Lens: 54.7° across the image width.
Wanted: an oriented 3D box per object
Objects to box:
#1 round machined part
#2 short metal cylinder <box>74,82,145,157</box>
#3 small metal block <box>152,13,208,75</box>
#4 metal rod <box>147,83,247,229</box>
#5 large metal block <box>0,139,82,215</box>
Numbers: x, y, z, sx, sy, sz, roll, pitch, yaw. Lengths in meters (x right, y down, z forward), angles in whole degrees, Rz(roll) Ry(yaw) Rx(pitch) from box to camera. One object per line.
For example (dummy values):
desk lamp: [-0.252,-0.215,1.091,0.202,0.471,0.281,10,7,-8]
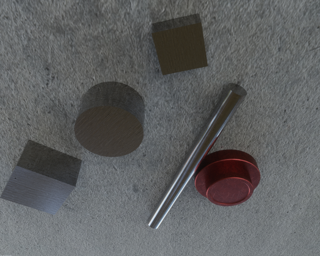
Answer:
round machined part: [0.102,0.081,0.467,0.099,0.042,0.097,-1,130,0]
short metal cylinder: [-0.060,-0.010,0.382,0.081,0.050,0.079,0,130,0]
small metal block: [0.022,-0.089,0.332,0.050,0.025,0.050,-10,130,8]
metal rod: [0.041,0.061,0.459,0.025,0.025,0.298,15,128,-13]
large metal block: [-0.172,0.074,0.451,0.080,0.050,0.080,26,125,-21]
